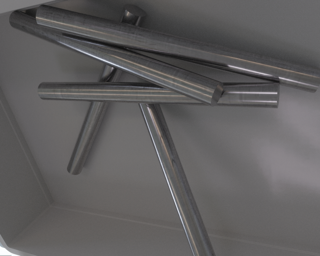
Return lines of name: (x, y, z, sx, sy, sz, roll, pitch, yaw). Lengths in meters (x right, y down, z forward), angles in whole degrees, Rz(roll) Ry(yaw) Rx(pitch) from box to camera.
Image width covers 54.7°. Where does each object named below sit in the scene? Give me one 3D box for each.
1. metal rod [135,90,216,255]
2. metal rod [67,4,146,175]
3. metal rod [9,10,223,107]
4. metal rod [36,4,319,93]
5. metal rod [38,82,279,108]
metal rod: (0.029, 0.086, 0.369, 0.025, 0.025, 0.299, -26, 80, 37)
metal rod: (-0.087, -0.030, 0.435, 0.025, 0.025, 0.298, 35, 129, 5)
metal rod: (-0.069, -0.089, 0.358, 0.300, 0.025, 0.025, 25, 128, 24)
metal rod: (0.010, -0.086, 0.325, 0.301, 0.025, 0.025, 16, 125, 10)
metal rod: (-0.022, -0.041, 0.362, 0.301, 0.025, 0.025, 4, 120, 25)
